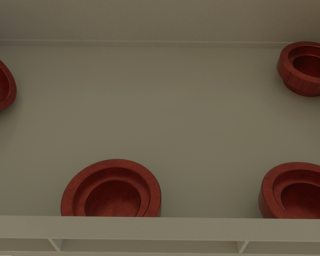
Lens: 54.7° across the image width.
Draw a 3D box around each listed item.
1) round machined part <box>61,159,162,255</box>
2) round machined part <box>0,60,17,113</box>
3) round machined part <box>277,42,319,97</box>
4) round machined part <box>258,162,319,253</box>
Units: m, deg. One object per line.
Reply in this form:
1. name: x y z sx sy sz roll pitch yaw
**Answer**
1. round machined part: -0.047 0.083 0.320 0.099 0.042 0.098 0 45 0
2. round machined part: -0.250 -0.059 0.418 0.042 0.098 0.098 -27 46 23
3. round machined part: 0.226 -0.084 0.466 0.099 0.042 0.098 0 50 0
4. round machined part: 0.151 0.083 0.316 0.099 0.042 0.098 -1 37 1
